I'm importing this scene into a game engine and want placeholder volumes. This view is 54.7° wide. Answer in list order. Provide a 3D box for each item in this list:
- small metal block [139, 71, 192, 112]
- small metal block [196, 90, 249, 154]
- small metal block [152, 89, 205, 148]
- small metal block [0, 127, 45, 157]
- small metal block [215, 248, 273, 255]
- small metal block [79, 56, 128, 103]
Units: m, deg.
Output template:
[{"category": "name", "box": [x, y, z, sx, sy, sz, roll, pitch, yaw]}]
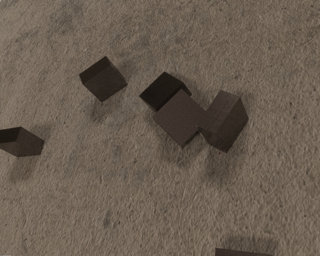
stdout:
[{"category": "small metal block", "box": [0.007, -0.044, 0.420, 0.050, 0.025, 0.050, -44, 39, -3]}, {"category": "small metal block", "box": [0.073, -0.006, 0.353, 0.025, 0.050, 0.050, 27, 77, 37]}, {"category": "small metal block", "box": [0.027, -0.011, 0.383, 0.050, 0.025, 0.050, -44, 77, -3]}, {"category": "small metal block", "box": [-0.221, 0.023, 0.487, 0.050, 0.050, 0.025, -7, 59, 24]}, {"category": "small metal block", "box": [0.076, 0.139, 0.278, 0.050, 0.025, 0.050, -3, 60, 26]}, {"category": "small metal block", "box": [-0.087, -0.074, 0.477, 0.050, 0.050, 0.025, -34, 52, 6]}]
